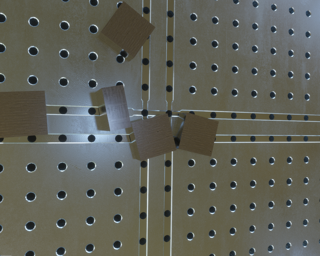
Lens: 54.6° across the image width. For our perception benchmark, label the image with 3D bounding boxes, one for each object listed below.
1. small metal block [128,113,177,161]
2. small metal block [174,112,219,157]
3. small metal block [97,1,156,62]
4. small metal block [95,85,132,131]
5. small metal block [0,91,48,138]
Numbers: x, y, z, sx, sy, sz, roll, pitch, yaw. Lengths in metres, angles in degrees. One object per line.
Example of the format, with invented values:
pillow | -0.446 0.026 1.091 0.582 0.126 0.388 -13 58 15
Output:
small metal block | -0.011 0.011 0.408 0.050 0.025 0.050 -16 95 -19
small metal block | 0.049 0.009 0.430 0.050 0.025 0.050 15 85 -20
small metal block | -0.043 -0.122 0.396 0.050 0.025 0.050 36 79 -17
small metal block | -0.058 -0.023 0.378 0.025 0.050 0.050 -12 94 -20
small metal block | -0.157 -0.016 0.355 0.050 0.025 0.050 -4 92 -20
